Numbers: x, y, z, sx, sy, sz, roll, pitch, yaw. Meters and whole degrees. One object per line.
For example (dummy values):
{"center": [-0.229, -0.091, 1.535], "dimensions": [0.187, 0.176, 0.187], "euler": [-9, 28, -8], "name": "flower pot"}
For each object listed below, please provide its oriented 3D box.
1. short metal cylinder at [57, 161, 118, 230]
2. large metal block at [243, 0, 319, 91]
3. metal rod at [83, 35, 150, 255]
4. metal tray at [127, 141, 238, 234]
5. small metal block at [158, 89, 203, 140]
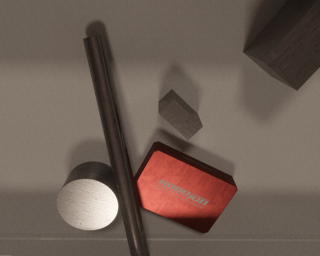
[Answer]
{"center": [-0.096, 0.093, 0.431], "dimensions": [0.081, 0.050, 0.079], "euler": [0, 110, -1], "name": "short metal cylinder"}
{"center": [0.150, -0.097, 0.348], "dimensions": [0.050, 0.080, 0.080], "euler": [36, 106, -13], "name": "large metal block"}
{"center": [-0.053, 0.035, 0.400], "dimensions": [0.025, 0.025, 0.298], "euler": [-10, 101, 3], "name": "metal rod"}
{"center": [0.031, 0.086, 0.441], "dimensions": [0.131, 0.030, 0.089], "euler": [26, 108, -10], "name": "metal tray"}
{"center": [0.025, -0.018, 0.392], "dimensions": [0.050, 0.050, 0.025], "euler": [42, 105, -14], "name": "small metal block"}
